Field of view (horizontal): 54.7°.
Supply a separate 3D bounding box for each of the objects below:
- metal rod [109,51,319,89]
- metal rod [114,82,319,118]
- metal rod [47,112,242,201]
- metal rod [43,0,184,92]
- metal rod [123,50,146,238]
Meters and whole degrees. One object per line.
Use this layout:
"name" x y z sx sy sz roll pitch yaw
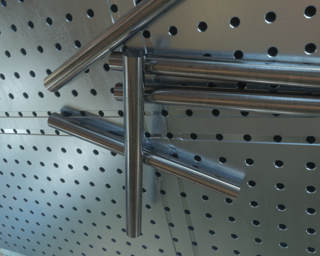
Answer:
"metal rod" 0.080 -0.062 0.330 0.301 0.025 0.025 9 122 23
"metal rod" 0.082 -0.032 0.347 0.301 0.025 0.025 7 121 24
"metal rod" -0.033 0.035 0.448 0.301 0.025 0.025 20 126 16
"metal rod" -0.048 -0.112 0.365 0.299 0.025 0.025 -24 106 36
"metal rod" -0.036 0.043 0.421 0.025 0.025 0.298 16 125 19
